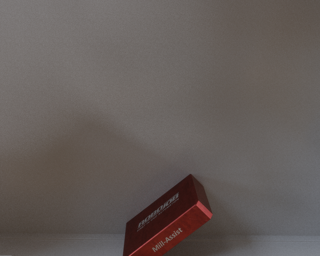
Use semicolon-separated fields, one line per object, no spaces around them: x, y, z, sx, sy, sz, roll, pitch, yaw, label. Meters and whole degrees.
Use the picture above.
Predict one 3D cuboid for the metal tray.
0.007;0.128;0.436;0.130;0.090;0.030;-41;106;11;metal tray
